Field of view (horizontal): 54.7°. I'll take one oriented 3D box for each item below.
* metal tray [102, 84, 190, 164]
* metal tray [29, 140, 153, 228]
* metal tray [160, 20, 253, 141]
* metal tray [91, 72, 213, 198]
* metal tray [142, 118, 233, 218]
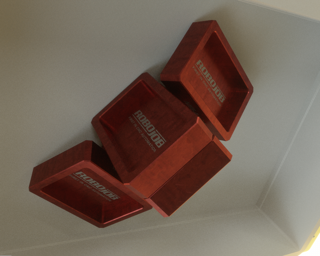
[{"bbox_3d":[0.000,0.014,0.413,0.130,0.030,0.090,-43,130,1],"label":"metal tray"},{"bbox_3d":[-0.080,0.076,0.385,0.090,0.030,0.130,-27,133,19],"label":"metal tray"},{"bbox_3d":[0.065,-0.054,0.384,0.130,0.030,0.090,46,66,-39],"label":"metal tray"},{"bbox_3d":[-0.016,0.000,0.329,0.090,0.130,0.030,-42,129,1],"label":"metal tray"},{"bbox_3d":[0.017,0.035,0.355,0.090,0.130,0.030,-42,106,0],"label":"metal tray"}]
